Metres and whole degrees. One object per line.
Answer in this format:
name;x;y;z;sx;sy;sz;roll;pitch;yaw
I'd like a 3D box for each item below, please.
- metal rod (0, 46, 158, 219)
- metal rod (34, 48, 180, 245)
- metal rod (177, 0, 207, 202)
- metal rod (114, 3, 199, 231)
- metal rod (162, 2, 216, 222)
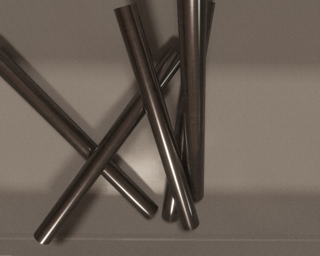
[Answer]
metal rod;-0.108;0.016;0.415;0.025;0.025;0.300;-38;106;12
metal rod;-0.068;0.028;0.397;0.025;0.025;0.299;35;97;-12
metal rod;0.038;-0.012;0.348;0.025;0.025;0.298;-5;133;2
metal rod;0.004;0.005;0.380;0.025;0.025;0.298;-15;113;5
metal rod;0.033;-0.008;0.409;0.025;0.025;0.298;6;110;-3
